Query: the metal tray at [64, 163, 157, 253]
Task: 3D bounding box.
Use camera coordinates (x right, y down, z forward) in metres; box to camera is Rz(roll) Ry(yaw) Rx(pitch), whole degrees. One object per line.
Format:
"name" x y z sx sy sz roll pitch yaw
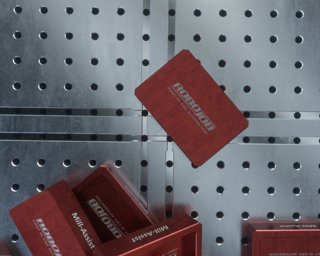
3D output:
"metal tray" -0.066 0.123 0.410 0.090 0.030 0.130 -39 90 0

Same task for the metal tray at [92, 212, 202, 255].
"metal tray" -0.010 0.164 0.368 0.131 0.030 0.089 -11 108 -32

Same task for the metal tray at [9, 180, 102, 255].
"metal tray" -0.124 0.140 0.389 0.090 0.030 0.130 -29 90 30

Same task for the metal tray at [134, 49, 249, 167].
"metal tray" 0.041 -0.026 0.411 0.090 0.030 0.130 -40 90 0

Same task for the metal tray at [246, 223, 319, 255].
"metal tray" 0.184 0.175 0.412 0.131 0.030 0.090 0 90 0
